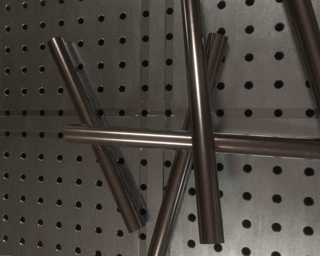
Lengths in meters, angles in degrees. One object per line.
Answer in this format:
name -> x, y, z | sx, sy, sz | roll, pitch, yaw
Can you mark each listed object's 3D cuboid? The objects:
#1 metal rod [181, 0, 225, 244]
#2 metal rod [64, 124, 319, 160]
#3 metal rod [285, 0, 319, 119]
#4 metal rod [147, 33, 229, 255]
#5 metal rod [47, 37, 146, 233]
metal rod -> 0.046, -0.027, 0.356 | 0.025, 0.025, 0.299 | -9, 72, 19
metal rod -> 0.032, 0.015, 0.373 | 0.302, 0.025, 0.025 | 3, 91, 9
metal rod -> 0.184, -0.044, 0.347 | 0.025, 0.025, 0.298 | -15, 85, 19
metal rod -> 0.034, 0.029, 0.399 | 0.025, 0.025, 0.298 | 17, 95, 19
metal rod -> -0.094, 0.004, 0.444 | 0.025, 0.025, 0.299 | -28, 81, 17
